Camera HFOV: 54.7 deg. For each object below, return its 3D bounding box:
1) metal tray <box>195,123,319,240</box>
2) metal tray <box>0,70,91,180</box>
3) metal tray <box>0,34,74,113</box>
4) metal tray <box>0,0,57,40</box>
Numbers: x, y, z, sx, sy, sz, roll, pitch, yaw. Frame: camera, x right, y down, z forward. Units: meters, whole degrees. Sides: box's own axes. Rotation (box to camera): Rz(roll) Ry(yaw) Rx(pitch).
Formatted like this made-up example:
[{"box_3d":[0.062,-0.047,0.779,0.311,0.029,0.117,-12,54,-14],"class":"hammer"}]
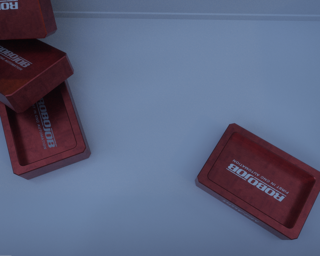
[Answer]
[{"box_3d":[0.121,0.064,0.384,0.130,0.030,0.090,31,73,10],"class":"metal tray"},{"box_3d":[-0.155,-0.009,0.408,0.091,0.030,0.130,-20,71,-7],"class":"metal tray"},{"box_3d":[-0.190,-0.081,0.406,0.130,0.030,0.090,28,60,28],"class":"metal tray"},{"box_3d":[-0.207,-0.160,0.392,0.131,0.089,0.030,1,30,10],"class":"metal tray"}]
